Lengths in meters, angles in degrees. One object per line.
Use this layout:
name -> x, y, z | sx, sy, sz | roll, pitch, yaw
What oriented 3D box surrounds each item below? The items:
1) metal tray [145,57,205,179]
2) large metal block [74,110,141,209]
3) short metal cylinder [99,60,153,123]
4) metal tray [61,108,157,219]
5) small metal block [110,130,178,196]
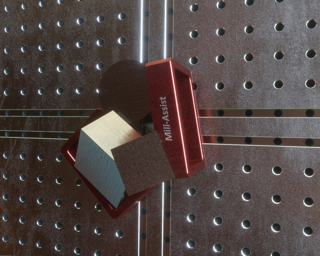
metal tray -> 0.021, -0.010, 0.370 | 0.030, 0.090, 0.129 | -10, 87, 19
large metal block -> -0.056, 0.040, 0.385 | 0.080, 0.050, 0.079 | 41, 138, 14
short metal cylinder -> -0.033, -0.046, 0.410 | 0.080, 0.050, 0.079 | 0, 90, 19
metal tray -> -0.067, 0.048, 0.431 | 0.090, 0.030, 0.130 | -45, 77, 14
small metal block -> -0.015, 0.036, 0.317 | 0.050, 0.025, 0.050 | -23, 83, 7
